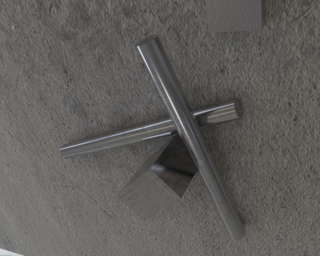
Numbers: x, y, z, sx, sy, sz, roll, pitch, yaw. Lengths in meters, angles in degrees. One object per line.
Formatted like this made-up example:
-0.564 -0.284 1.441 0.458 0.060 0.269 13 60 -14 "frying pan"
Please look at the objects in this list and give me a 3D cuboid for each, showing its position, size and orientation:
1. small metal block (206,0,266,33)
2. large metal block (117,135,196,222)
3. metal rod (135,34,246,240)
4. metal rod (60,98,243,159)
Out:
0.072 -0.120 0.295 0.050 0.025 0.050 4 120 26 "small metal block"
0.001 0.066 0.412 0.050 0.080 0.080 44 129 -3 "large metal block"
0.048 0.031 0.373 0.025 0.025 0.299 -9 123 32 "metal rod"
-0.033 0.008 0.429 0.300 0.025 0.025 -14 111 33 "metal rod"
